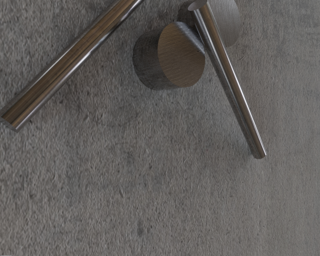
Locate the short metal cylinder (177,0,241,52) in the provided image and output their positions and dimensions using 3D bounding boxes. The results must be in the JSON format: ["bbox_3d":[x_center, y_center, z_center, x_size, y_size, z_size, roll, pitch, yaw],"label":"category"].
[{"bbox_3d":[0.071,-0.152,0.448,0.081,0.050,0.079,0,90,-40],"label":"short metal cylinder"}]

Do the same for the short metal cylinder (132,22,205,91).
[{"bbox_3d":[0.012,-0.090,0.398,0.081,0.050,0.079,0,90,-40],"label":"short metal cylinder"}]

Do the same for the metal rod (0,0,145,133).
[{"bbox_3d":[-0.064,-0.115,0.350,0.025,0.025,0.301,50,61,-29],"label":"metal rod"}]

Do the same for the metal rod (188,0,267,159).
[{"bbox_3d":[0.112,-0.051,0.462,0.025,0.025,0.300,-56,133,-25],"label":"metal rod"}]
